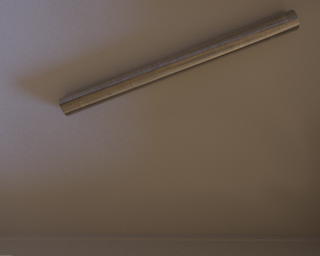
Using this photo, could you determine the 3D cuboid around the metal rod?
[{"bbox_3d":[0.018,-0.077,0.383,0.301,0.025,0.025,-20,109,6],"label":"metal rod"}]
